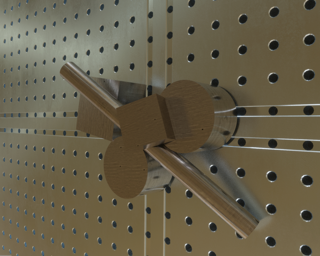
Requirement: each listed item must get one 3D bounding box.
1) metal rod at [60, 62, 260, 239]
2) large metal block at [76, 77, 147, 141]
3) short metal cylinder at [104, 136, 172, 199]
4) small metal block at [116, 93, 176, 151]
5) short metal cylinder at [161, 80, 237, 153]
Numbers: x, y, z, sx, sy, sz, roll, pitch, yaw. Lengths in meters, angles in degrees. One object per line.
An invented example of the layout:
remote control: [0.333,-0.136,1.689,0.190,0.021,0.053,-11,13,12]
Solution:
metal rod: [-0.013,0.015,0.369,0.300,0.025,0.025,40,115,17]
large metal block: [-0.071,-0.029,0.445,0.080,0.050,0.079,14,99,39]
short metal cylinder: [-0.029,0.050,0.412,0.080,0.050,0.079,0,90,40]
small metal block: [-0.016,-0.005,0.343,0.050,0.025,0.050,-18,78,20]
short metal cylinder: [0.040,-0.012,0.355,0.080,0.050,0.079,0,90,40]
